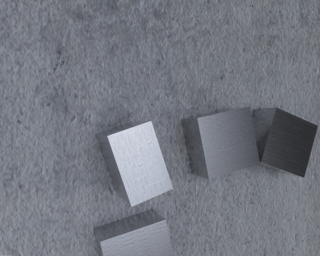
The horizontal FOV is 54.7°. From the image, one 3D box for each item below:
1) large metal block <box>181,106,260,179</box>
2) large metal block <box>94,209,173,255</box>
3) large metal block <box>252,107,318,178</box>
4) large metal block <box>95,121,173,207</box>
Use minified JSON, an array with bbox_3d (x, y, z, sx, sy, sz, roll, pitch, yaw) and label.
[{"bbox_3d":[0.083,0.018,0.428,0.081,0.050,0.079,-13,95,-20],"label":"large metal block"},{"bbox_3d":[-0.031,0.157,0.386,0.081,0.050,0.080,-13,95,-20],"label":"large metal block"},{"bbox_3d":[0.177,0.021,0.463,0.081,0.050,0.080,20,83,-19],"label":"large metal block"},{"bbox_3d":[-0.034,0.038,0.368,0.050,0.080,0.080,-20,97,-19],"label":"large metal block"}]
